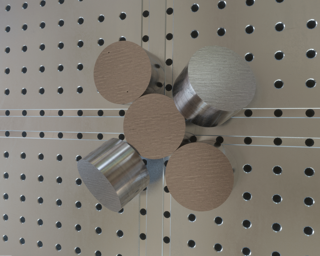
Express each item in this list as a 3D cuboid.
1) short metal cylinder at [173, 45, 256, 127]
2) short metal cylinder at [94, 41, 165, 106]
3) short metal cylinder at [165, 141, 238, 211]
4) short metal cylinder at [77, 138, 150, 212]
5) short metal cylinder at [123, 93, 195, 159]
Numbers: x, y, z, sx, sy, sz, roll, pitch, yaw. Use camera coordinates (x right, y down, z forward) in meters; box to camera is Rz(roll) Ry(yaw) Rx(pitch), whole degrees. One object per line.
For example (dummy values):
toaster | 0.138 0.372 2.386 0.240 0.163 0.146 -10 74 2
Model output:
short metal cylinder | 0.061 -0.046 0.356 0.081 0.050 0.080 6 68 -16
short metal cylinder | -0.040 -0.070 0.412 0.080 0.050 0.079 0 90 19
short metal cylinder | 0.053 0.056 0.380 0.080 0.050 0.079 0 90 19
short metal cylinder | -0.060 0.060 0.397 0.080 0.050 0.079 30 140 29
short metal cylinder | 0.000 -0.002 0.398 0.080 0.050 0.079 0 90 19
